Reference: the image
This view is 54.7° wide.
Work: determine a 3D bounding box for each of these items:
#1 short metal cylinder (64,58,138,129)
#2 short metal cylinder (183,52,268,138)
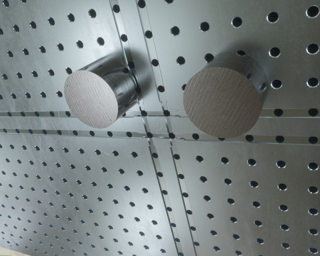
[{"bbox_3d":[-0.077,-0.046,0.407,0.080,0.050,0.079,13,124,21],"label":"short metal cylinder"},{"bbox_3d":[0.072,-0.036,0.335,0.080,0.050,0.079,13,124,21],"label":"short metal cylinder"}]
